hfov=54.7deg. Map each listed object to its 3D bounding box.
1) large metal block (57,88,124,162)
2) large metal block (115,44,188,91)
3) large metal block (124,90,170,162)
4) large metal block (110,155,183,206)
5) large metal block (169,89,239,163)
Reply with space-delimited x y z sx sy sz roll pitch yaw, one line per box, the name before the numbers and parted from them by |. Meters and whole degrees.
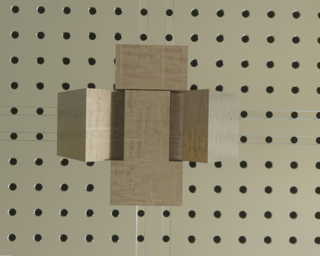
large metal block | -0.086 -0.004 0.378 0.050 0.080 0.079 0 91 -40
large metal block | -0.010 -0.068 0.385 0.081 0.080 0.050 1 90 -1
large metal block | -0.015 -0.002 0.385 0.050 0.080 0.079 1 90 0
large metal block | -0.015 0.061 0.385 0.081 0.080 0.050 1 90 -1
large metal block | 0.056 -0.002 0.378 0.050 0.081 0.079 1 89 37
